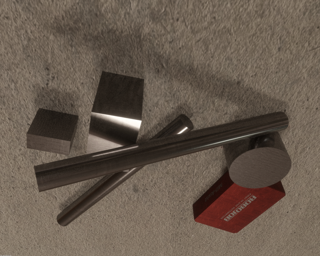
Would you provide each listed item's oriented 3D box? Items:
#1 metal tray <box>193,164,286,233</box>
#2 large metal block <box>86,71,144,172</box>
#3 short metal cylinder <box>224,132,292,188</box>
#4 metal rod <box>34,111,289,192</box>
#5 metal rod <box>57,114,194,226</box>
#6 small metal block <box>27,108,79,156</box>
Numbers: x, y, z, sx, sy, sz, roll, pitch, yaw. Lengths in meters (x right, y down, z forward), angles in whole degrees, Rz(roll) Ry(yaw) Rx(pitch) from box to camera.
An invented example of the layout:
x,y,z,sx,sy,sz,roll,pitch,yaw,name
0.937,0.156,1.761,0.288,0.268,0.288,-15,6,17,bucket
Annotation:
x,y,z,sx,sy,sz,roll,pitch,yaw,name
0.125,0.119,0.507,0.091,0.030,0.129,22,127,-19,metal tray
-0.053,-0.008,0.364,0.050,0.080,0.079,10,129,-9,large metal block
0.131,0.038,0.425,0.081,0.050,0.079,-1,130,0,short metal cylinder
0.022,0.019,0.345,0.303,0.025,0.025,-12,134,-23,metal rod
-0.067,0.076,0.470,0.025,0.025,0.299,35,122,-26,metal rod
-0.135,0.004,0.392,0.050,0.050,0.025,12,129,-10,small metal block
